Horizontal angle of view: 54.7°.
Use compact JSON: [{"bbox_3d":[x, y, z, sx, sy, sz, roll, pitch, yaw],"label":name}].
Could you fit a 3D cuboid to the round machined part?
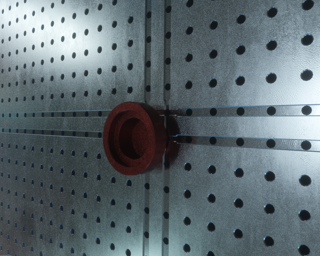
[{"bbox_3d":[-0.029,0.014,0.421,0.098,0.042,0.097,0,90,39],"label":"round machined part"}]
